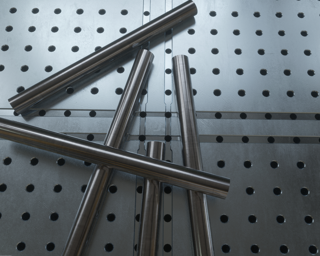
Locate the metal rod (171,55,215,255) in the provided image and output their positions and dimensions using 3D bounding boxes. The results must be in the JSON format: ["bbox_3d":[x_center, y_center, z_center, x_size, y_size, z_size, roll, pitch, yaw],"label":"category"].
[{"bbox_3d":[0.041,0.041,0.397,0.025,0.025,0.299,-4,70,-2],"label":"metal rod"}]

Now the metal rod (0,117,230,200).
[{"bbox_3d":[-0.068,0.033,0.371,0.302,0.025,0.025,14,71,5],"label":"metal rod"}]

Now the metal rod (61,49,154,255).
[{"bbox_3d":[-0.063,0.028,0.400,0.025,0.025,0.299,16,71,5],"label":"metal rod"}]

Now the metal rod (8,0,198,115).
[{"bbox_3d":[-0.074,-0.108,0.450,0.301,0.025,0.025,-33,74,-12],"label":"metal rod"}]

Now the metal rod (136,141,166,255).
[{"bbox_3d":[-0.016,0.161,0.352,0.025,0.025,0.299,4,70,1],"label":"metal rod"}]
